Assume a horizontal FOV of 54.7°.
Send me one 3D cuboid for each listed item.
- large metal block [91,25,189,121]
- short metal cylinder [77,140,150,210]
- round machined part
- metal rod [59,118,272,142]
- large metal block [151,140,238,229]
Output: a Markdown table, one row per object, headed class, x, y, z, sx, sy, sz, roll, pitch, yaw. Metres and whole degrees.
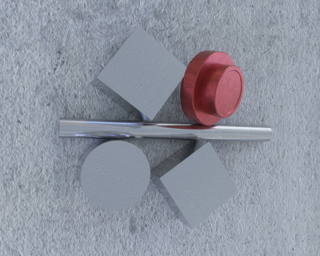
| class | x | y | z | sx | sy | sz | roll | pitch | yaw |
| --- | --- | --- | --- | --- | --- | --- | --- | --- | --- |
| large metal block | -0.026 | -0.064 | 0.386 | 0.080 | 0.050 | 0.080 | 38 | 78 | -16 |
| short metal cylinder | -0.058 | 0.054 | 0.376 | 0.081 | 0.050 | 0.079 | 0 | 90 | -21 |
| round machined part | 0.074 | -0.050 | 0.405 | 0.099 | 0.042 | 0.097 | -21 | 119 | -42 |
| metal rod | 0.022 | 0.004 | 0.420 | 0.303 | 0.025 | 0.025 | 2 | 90 | -21 |
| large metal block | 0.043 | 0.072 | 0.414 | 0.080 | 0.050 | 0.080 | -35 | 102 | -17 |
